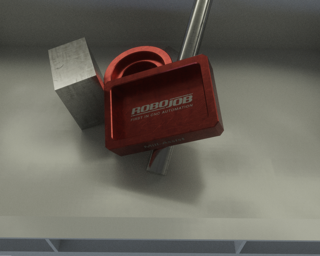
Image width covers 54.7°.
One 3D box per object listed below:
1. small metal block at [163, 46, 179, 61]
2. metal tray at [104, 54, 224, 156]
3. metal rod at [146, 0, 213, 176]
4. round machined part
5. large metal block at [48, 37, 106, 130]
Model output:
[{"bbox_3d":[0.012,-0.098,0.488,0.050,0.025,0.050,-33,58,-25],"label":"small metal block"},{"bbox_3d":[0.000,-0.025,0.358,0.130,0.030,0.090,-13,66,17],"label":"metal tray"},{"bbox_3d":[0.035,-0.086,0.401,0.025,0.025,0.299,13,75,10],"label":"metal rod"},{"bbox_3d":[-0.025,-0.066,0.439,0.098,0.042,0.098,-7,57,11],"label":"round machined part"},{"bbox_3d":[-0.102,-0.058,0.412,0.050,0.080,0.080,-21,53,-3],"label":"large metal block"}]
